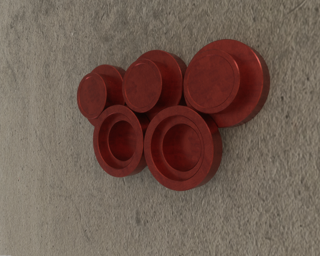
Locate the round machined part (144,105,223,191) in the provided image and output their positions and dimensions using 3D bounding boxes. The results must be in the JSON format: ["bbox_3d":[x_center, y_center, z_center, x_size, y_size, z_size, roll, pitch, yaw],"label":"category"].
[{"bbox_3d":[0.031,0.023,0.368,0.098,0.042,0.097,0,90,39],"label":"round machined part"}]

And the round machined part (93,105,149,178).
[{"bbox_3d":[-0.045,0.017,0.430,0.098,0.042,0.097,0,90,39],"label":"round machined part"}]

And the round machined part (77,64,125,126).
[{"bbox_3d":[-0.087,-0.047,0.465,0.098,0.042,0.097,0,90,39],"label":"round machined part"}]

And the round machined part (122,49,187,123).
[{"bbox_3d":[-0.011,-0.053,0.403,0.098,0.042,0.097,0,90,39],"label":"round machined part"}]

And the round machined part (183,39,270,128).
[{"bbox_3d":[0.065,-0.049,0.341,0.098,0.042,0.097,0,90,39],"label":"round machined part"}]
